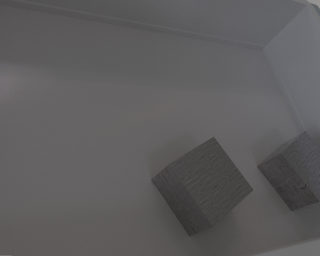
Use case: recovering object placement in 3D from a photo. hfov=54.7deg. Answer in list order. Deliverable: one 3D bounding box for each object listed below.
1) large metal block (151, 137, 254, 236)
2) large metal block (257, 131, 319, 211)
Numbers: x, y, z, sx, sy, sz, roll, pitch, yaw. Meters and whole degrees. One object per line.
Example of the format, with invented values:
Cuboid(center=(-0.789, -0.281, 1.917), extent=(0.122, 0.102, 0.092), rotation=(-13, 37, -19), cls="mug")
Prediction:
Cuboid(center=(0.051, 0.069, 0.375), extent=(0.081, 0.050, 0.080), rotation=(-27, 77, -37), cls="large metal block")
Cuboid(center=(0.207, 0.063, 0.463), extent=(0.081, 0.050, 0.080), rotation=(-28, 77, -37), cls="large metal block")
